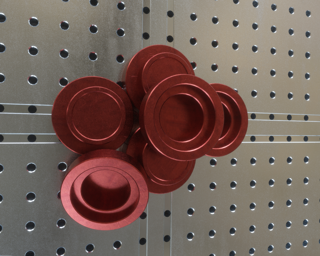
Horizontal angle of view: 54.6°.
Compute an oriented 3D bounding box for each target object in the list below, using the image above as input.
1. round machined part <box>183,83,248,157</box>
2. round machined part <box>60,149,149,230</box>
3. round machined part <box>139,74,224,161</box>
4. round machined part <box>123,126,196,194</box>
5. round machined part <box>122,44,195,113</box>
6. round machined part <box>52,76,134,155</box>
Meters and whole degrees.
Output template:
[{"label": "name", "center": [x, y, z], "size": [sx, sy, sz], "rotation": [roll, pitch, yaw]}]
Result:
[{"label": "round machined part", "center": [0.068, -0.011, 0.428], "size": [0.099, 0.042, 0.097], "rotation": [0, 90, -20]}, {"label": "round machined part", "center": [-0.063, 0.068, 0.366], "size": [0.099, 0.042, 0.097], "rotation": [-2, 112, -4]}, {"label": "round machined part", "center": [0.022, -0.012, 0.366], "size": [0.099, 0.042, 0.097], "rotation": [0, 90, -20]}, {"label": "round machined part", "center": [0.003, 0.038, 0.404], "size": [0.099, 0.042, 0.097], "rotation": [0, 90, -20]}, {"label": "round machined part", "center": [0.003, -0.060, 0.404], "size": [0.099, 0.042, 0.097], "rotation": [0, 90, -20]}, {"label": "round machined part", "center": [-0.079, -0.014, 0.374], "size": [0.099, 0.042, 0.097], "rotation": [0, 90, -20]}]
